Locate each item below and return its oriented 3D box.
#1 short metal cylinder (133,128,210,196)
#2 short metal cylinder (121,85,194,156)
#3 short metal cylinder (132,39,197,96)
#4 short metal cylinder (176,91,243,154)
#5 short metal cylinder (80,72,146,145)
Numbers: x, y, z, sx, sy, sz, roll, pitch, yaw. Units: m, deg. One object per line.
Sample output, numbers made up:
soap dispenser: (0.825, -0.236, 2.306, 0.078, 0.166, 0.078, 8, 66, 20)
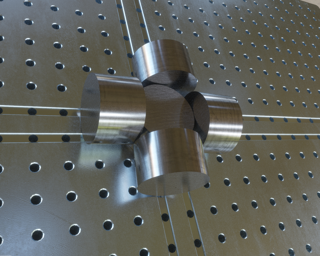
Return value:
short metal cylinder: (0.012, 0.041, 0.353, 0.081, 0.080, 0.050, 6, 59, -25)
short metal cylinder: (-0.004, -0.008, 0.395, 0.081, 0.050, 0.080, 14, 55, -22)
short metal cylinder: (0.005, -0.073, 0.419, 0.081, 0.080, 0.050, 3, 60, -27)
short metal cylinder: (0.063, -0.006, 0.411, 0.050, 0.080, 0.080, 4, 60, -27)
short metal cylinder: (-0.056, -0.021, 0.355, 0.050, 0.080, 0.080, 2, 61, -28)
